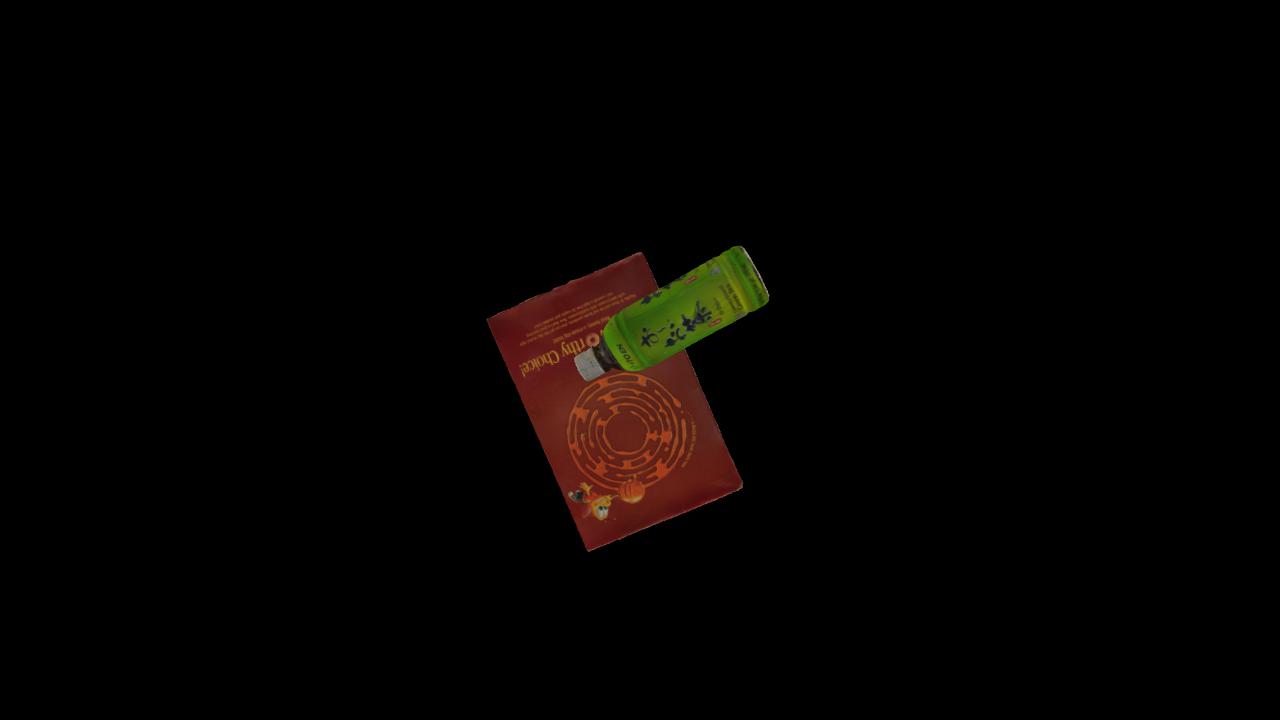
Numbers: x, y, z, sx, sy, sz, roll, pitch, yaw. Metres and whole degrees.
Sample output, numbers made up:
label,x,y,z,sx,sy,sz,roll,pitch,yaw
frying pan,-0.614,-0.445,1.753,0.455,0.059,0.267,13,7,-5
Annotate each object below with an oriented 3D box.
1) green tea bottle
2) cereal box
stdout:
label,x,y,z,sx,sy,sz,roll,pitch,yaw
green tea bottle,0.028,-0.039,0.645,0.212,0.073,0.073,-31,-5,9
cereal box,-0.028,0.050,0.745,0.203,0.306,0.081,-24,2,3
